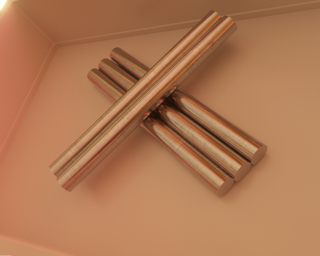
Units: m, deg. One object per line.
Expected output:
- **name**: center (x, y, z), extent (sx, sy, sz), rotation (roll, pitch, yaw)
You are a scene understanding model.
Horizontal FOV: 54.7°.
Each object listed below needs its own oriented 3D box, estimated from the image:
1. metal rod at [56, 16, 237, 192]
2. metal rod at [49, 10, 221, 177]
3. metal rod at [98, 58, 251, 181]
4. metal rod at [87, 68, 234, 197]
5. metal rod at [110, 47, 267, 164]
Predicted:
- **metal rod**: center (-0.014, -0.033, 0.400), extent (0.300, 0.025, 0.025), rotation (-44, 51, -3)
- **metal rod**: center (-0.030, -0.046, 0.416), extent (0.300, 0.025, 0.025), rotation (-44, 51, -3)
- **metal rod**: center (-0.002, -0.029, 0.422), extent (0.025, 0.025, 0.300), rotation (-47, 51, -4)
- **metal rod**: center (-0.020, -0.012, 0.422), extent (0.025, 0.025, 0.300), rotation (-47, 51, -4)
- **metal rod**: center (0.017, -0.047, 0.424), extent (0.025, 0.025, 0.300), rotation (-46, 51, -4)
